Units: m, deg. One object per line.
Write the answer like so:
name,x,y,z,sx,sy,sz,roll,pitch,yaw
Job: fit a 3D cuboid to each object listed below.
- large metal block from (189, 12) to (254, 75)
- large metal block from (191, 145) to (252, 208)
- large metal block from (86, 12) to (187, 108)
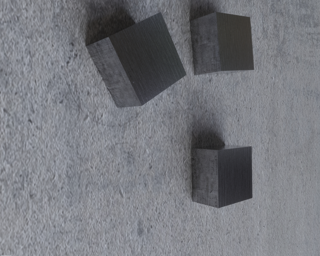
large metal block,0.094,-0.124,0.467,0.081,0.050,0.079,-10,97,-40
large metal block,0.094,0.069,0.467,0.081,0.050,0.079,-2,92,-40
large metal block,-0.026,-0.079,0.367,0.080,0.050,0.080,-39,114,-33
